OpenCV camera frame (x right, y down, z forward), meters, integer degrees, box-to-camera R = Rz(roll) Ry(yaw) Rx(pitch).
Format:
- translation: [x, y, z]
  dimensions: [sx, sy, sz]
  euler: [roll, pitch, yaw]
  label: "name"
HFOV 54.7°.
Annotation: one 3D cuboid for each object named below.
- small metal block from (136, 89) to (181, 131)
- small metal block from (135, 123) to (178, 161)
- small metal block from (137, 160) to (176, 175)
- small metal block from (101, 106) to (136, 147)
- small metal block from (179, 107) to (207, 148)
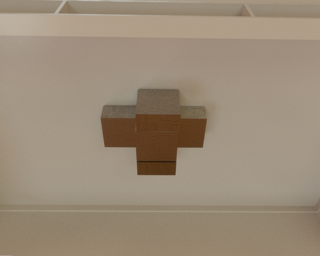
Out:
- translation: [-0.002, -0.022, 0.371]
  dimensions: [0.050, 0.050, 0.025]
  euler: [0, 130, -1]
  label: "small metal block"
- translation: [-0.004, 0.015, 0.385]
  dimensions: [0.050, 0.025, 0.050]
  euler: [0, 130, -1]
  label: "small metal block"
- translation: [-0.004, 0.037, 0.420]
  dimensions: [0.050, 0.050, 0.025]
  euler: [0, 130, -1]
  label: "small metal block"
- translation: [-0.048, -0.001, 0.405]
  dimensions: [0.050, 0.025, 0.050]
  euler: [0, 130, -1]
  label: "small metal block"
- translation: [0.032, -0.001, 0.406]
  dimensions: [0.050, 0.025, 0.050]
  euler: [0, 130, -1]
  label: "small metal block"
